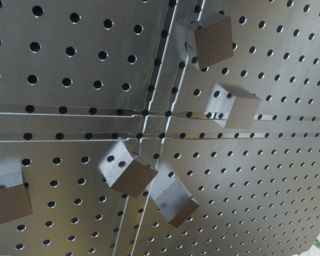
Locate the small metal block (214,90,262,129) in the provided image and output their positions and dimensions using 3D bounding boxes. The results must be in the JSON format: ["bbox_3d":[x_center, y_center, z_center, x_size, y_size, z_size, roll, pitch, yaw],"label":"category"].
[{"bbox_3d":[0.116,-0.026,0.460,0.050,0.025,0.050,2,118,-30],"label":"small metal block"}]

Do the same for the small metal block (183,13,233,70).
[{"bbox_3d":[0.060,-0.106,0.380,0.050,0.025,0.050,-25,128,-14],"label":"small metal block"}]

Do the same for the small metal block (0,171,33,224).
[{"bbox_3d":[-0.183,0.084,0.364,0.050,0.025,0.050,-14,125,-21],"label":"small metal block"}]

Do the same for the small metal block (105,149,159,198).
[{"bbox_3d":[-0.039,0.065,0.431,0.050,0.025,0.050,33,100,-39],"label":"small metal block"}]

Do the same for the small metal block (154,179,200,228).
[{"bbox_3d":[0.026,0.118,0.484,0.050,0.050,0.025,-46,130,3],"label":"small metal block"}]
